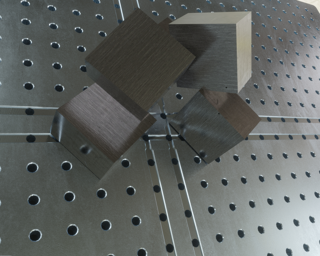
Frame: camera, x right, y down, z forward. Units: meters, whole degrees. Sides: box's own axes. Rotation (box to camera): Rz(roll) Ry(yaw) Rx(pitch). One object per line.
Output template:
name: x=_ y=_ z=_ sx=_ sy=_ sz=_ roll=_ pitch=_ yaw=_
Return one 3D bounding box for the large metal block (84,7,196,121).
large metal block: x=-0.022 y=-0.067 z=0.338 sx=0.080 sy=0.050 sz=0.080 roll=41 pitch=76 yaw=-1

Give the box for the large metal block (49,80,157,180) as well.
large metal block: x=-0.065 y=-0.002 z=0.359 sx=0.080 sy=0.050 sz=0.080 roll=43 pitch=51 yaw=1

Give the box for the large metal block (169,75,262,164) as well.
large metal block: x=0.072 y=-0.010 z=0.417 sx=0.080 sy=0.080 sz=0.050 roll=47 pitch=51 yaw=4

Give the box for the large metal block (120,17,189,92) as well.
large metal block: x=-0.008 y=-0.091 z=0.424 sx=0.050 sy=0.080 sz=0.080 roll=41 pitch=51 yaw=-1

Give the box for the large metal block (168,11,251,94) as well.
large metal block: x=0.063 y=-0.092 z=0.374 sx=0.080 sy=0.079 sz=0.050 roll=11 pitch=37 yaw=30
